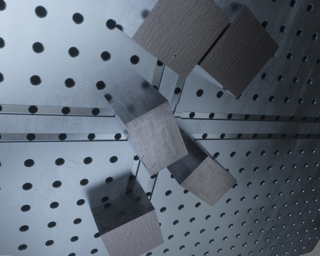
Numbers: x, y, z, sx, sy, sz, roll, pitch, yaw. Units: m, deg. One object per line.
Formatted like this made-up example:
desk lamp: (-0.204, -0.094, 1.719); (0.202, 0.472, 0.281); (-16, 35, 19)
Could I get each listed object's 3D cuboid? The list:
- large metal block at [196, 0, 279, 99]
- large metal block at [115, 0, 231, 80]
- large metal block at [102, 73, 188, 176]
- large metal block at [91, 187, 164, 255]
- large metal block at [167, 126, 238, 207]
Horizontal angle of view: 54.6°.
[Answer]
large metal block: (0.084, -0.096, 0.381); (0.080, 0.050, 0.080); (31, 101, -38)
large metal block: (0.014, -0.113, 0.332); (0.080, 0.050, 0.080); (31, 101, -38)
large metal block: (-0.018, -0.005, 0.362); (0.050, 0.080, 0.080); (-30, 129, -9)
large metal block: (-0.046, 0.147, 0.460); (0.080, 0.050, 0.080); (-22, 127, -15)
large metal block: (0.049, 0.053, 0.434); (0.050, 0.080, 0.080); (-47, 129, 5)
